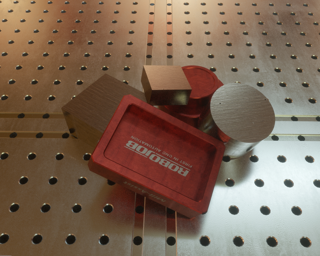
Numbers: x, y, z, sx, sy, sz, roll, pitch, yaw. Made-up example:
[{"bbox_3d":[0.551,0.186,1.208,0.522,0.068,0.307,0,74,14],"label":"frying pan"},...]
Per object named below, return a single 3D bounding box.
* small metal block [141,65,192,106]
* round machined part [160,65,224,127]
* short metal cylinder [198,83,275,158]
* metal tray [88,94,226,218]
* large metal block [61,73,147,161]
[{"bbox_3d":[0.007,-0.055,0.393,0.050,0.025,0.050,-3,46,-17],"label":"small metal block"},{"bbox_3d":[0.047,-0.052,0.440,0.099,0.042,0.098,0,50,0],"label":"round machined part"},{"bbox_3d":[0.093,-0.009,0.384,0.081,0.050,0.080,5,64,-10],"label":"short metal cylinder"},{"bbox_3d":[0.000,0.030,0.341,0.131,0.030,0.090,27,59,-6],"label":"metal tray"},{"bbox_3d":[-0.065,-0.016,0.404,0.080,0.050,0.080,29,56,22],"label":"large metal block"}]
